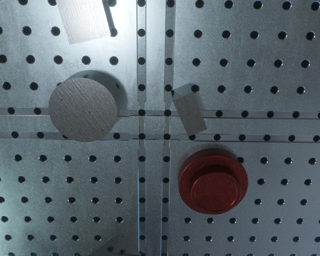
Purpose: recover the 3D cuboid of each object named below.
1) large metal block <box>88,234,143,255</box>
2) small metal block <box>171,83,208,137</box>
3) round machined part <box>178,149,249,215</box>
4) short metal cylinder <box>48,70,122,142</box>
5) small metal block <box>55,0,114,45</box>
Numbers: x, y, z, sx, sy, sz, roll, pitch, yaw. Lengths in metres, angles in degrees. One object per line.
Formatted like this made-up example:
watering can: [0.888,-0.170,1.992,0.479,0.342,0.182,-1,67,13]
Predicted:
large metal block: [-0.069,0.227,0.483,0.080,0.050,0.080,-38,106,12]
small metal block: [0.036,-0.024,0.392,0.025,0.050,0.050,-22,109,8]
round machined part: [0.076,0.082,0.436,0.099,0.042,0.097,0,110,-1]
short metal cylinder: [-0.091,-0.029,0.388,0.081,0.050,0.079,0,110,-1]
small metal block: [-0.087,-0.130,0.364,0.050,0.025,0.050,-12,110,4]
